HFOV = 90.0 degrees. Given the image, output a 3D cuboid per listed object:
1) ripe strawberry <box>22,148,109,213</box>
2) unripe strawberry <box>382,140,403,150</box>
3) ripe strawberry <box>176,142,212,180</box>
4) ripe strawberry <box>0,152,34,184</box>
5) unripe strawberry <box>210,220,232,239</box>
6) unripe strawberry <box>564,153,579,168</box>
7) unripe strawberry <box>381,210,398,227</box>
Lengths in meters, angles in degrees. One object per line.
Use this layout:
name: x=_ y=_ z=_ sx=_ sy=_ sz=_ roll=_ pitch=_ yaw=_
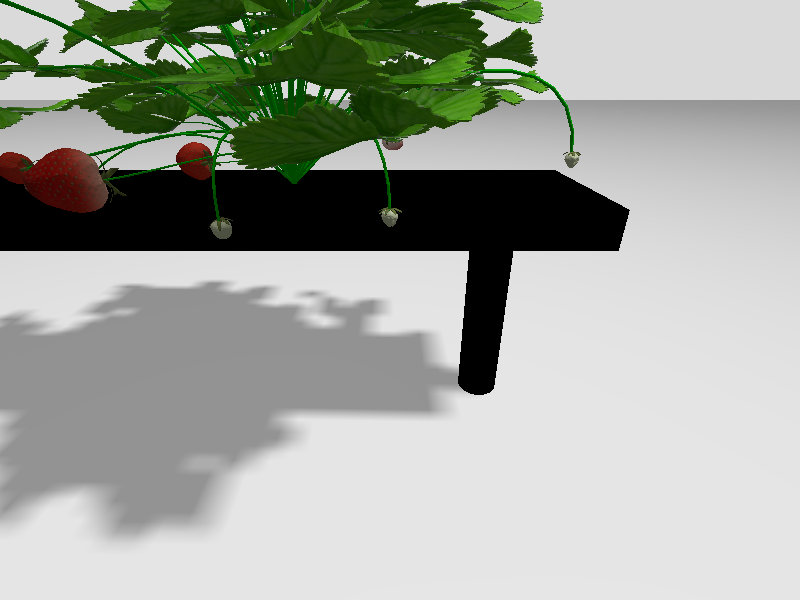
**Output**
ripe strawberry: x=-0.217 y=-0.076 z=0.260 sx=0.042 sy=0.041 sz=0.039 roll=-18 pitch=33 yaw=-29
unripe strawberry: x=-0.009 y=-0.200 z=0.506 sx=0.028 sy=0.025 sz=0.026 roll=11 pitch=-6 yaw=20
ripe strawberry: x=-0.185 y=-0.124 z=0.359 sx=0.033 sy=0.032 sz=0.031 roll=7 pitch=29 yaw=13
ripe strawberry: x=-0.329 y=-0.112 z=0.341 sx=0.027 sy=0.026 sz=0.025 roll=0 pitch=28 yaw=1
unripe strawberry: x=-0.093 y=-0.037 z=0.210 sx=0.011 sy=0.010 sz=0.010 roll=1 pitch=28 yaw=1
unripe strawberry: x=0.121 y=-0.098 z=0.282 sx=0.010 sy=0.010 sz=0.011 roll=7 pitch=29 yaw=13
unripe strawberry: x=-0.006 y=-0.044 z=0.214 sx=0.009 sy=0.010 sz=0.010 roll=-16 pitch=32 yaw=-27
